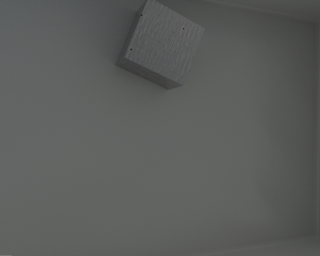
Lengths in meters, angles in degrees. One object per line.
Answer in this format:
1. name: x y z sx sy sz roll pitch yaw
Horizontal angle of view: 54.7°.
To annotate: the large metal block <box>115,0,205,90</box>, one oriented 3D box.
1. large metal block: -0.001 -0.104 0.398 0.080 0.050 0.080 23 82 -19
